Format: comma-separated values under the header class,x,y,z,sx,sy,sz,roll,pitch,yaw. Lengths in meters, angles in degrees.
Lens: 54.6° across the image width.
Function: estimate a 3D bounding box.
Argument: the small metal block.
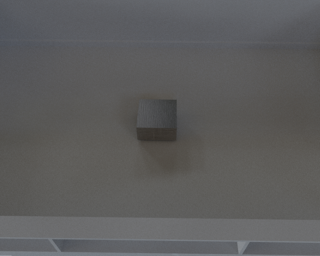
class,x,y,z,sx,sy,sz,roll,pitch,yaw
small metal block,-0.003,-0.011,0.410,0.050,0.025,0.050,1,50,1
